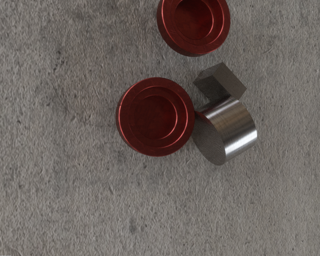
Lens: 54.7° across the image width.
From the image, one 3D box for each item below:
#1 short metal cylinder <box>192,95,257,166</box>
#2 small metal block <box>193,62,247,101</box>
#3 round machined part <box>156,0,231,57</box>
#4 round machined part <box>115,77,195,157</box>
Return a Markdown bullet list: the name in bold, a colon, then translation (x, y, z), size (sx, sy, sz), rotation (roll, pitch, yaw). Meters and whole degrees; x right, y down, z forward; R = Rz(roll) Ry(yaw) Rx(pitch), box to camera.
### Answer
- **short metal cylinder**: translation (0.081, 0.003, 0.411), size (0.050, 0.080, 0.080), rotation (-27, 99, -18)
- **small metal block**: translation (0.081, -0.058, 0.426), size (0.050, 0.050, 0.025), rotation (43, 71, -15)
- **round machined part**: translation (0.041, -0.144, 0.416), size (0.099, 0.042, 0.097), rotation (0, 90, -21)
- **round machined part**: translation (-0.009, -0.014, 0.397), size (0.099, 0.042, 0.097), rotation (0, 90, -19)
